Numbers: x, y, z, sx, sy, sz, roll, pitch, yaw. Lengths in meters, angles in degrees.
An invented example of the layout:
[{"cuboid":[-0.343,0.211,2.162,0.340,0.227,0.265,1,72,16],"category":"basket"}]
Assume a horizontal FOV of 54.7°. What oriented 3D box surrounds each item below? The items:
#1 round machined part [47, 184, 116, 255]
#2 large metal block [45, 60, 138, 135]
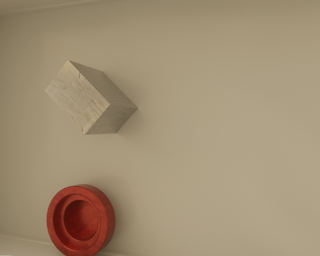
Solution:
[{"cuboid":[-0.106,0.128,0.436,0.098,0.042,0.097,-1,87,20],"category":"round machined part"},{"cuboid":[-0.088,-0.038,0.411,0.080,0.080,0.050,46,104,14],"category":"large metal block"}]
